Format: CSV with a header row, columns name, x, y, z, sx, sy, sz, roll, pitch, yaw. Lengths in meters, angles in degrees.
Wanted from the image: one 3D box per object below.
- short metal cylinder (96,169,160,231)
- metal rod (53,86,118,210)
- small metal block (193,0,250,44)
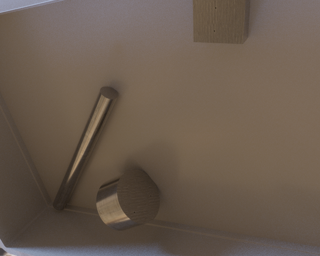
name,x,y,z,sx,sy,sz,roll,pitch,yaw
short metal cylinder,-0.047,0.108,0.463,0.050,0.080,0.080,-30,102,37
metal rod,-0.131,0.051,0.506,0.025,0.025,0.298,36,129,4
small metal block,0.061,-0.112,0.307,0.050,0.025,0.050,9,122,23
